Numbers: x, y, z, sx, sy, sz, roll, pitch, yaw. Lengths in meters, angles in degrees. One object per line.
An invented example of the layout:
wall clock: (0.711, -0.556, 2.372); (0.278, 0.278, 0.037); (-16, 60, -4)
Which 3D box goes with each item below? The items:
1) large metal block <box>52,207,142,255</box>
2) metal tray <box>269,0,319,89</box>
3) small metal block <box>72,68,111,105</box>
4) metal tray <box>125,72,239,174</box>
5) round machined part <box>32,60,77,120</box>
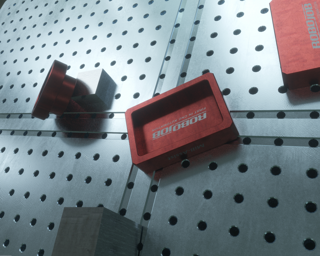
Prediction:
large metal block: (-0.065, 0.134, 0.325); (0.050, 0.080, 0.080); (-7, 59, 25)
metal tray: (0.189, -0.115, 0.377); (0.090, 0.030, 0.130); (-10, 57, 22)
small metal block: (-0.114, -0.067, 0.510); (0.050, 0.025, 0.050); (-4, 60, 26)
metal tray: (0.023, -0.007, 0.396); (0.130, 0.030, 0.090); (-23, 53, 14)
round machined part: (-0.169, -0.057, 0.503); (0.097, 0.042, 0.098); (-45, 32, 40)
